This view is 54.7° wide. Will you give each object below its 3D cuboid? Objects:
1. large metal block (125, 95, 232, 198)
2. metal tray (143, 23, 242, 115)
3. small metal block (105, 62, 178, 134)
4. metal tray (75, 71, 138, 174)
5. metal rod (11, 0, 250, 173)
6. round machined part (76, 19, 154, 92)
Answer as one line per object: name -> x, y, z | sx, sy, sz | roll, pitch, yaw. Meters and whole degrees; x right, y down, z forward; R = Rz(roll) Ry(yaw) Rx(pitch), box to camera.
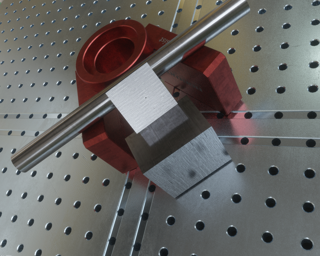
large metal block -> 0.022, 0.024, 0.342 | 0.080, 0.080, 0.050 | -36, 52, 4
metal tray -> 0.035, -0.075, 0.392 | 0.130, 0.090, 0.030 | 36, 83, 38
small metal block -> -0.018, -0.030, 0.314 | 0.050, 0.050, 0.025 | -37, 7, 3
metal tray -> -0.068, -0.015, 0.409 | 0.030, 0.090, 0.130 | -26, 53, 12
metal rod -> -0.035, -0.046, 0.338 | 0.300, 0.025, 0.025 | -35, 52, 4
round machined part -> -0.051, -0.084, 0.386 | 0.098, 0.042, 0.098 | -13, 56, 20
